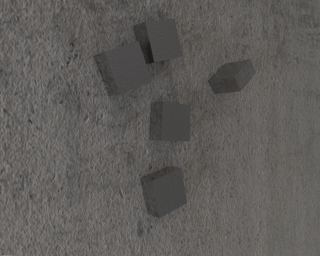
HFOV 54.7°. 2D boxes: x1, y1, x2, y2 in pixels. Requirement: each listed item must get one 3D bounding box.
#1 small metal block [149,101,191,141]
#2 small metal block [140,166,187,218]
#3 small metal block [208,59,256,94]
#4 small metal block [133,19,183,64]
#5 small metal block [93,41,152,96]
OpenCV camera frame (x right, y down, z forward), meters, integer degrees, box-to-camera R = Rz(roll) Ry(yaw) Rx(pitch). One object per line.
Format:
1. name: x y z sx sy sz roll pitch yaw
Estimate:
1. small metal block: 0.014 -0.008 0.416 0.050 0.025 0.050 4 88 -40
2. small metal block: 0.006 0.083 0.409 0.050 0.025 0.050 -18 101 -39
3. small metal block: 0.112 -0.079 0.481 0.050 0.050 0.025 -47 118 -30
4. small metal block: -0.002 -0.112 0.402 0.050 0.025 0.050 -21 104 -38
5. small metal block: -0.043 -0.070 0.368 0.050 0.025 0.050 -30 109 -36
